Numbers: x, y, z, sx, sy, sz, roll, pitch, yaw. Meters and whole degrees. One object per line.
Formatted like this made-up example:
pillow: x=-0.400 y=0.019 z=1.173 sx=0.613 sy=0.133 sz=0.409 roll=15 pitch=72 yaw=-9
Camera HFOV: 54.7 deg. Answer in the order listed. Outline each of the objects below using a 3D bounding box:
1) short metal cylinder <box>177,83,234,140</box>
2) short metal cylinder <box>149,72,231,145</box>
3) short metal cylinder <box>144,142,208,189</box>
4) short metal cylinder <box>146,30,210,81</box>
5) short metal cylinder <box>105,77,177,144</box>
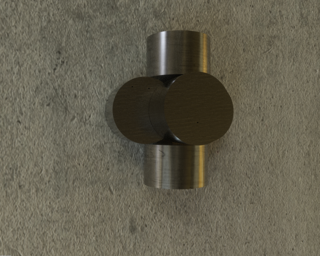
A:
short metal cylinder: x=0.050 y=-0.022 z=0.417 sx=0.081 sy=0.050 sz=0.079 roll=0 pitch=90 yaw=-21
short metal cylinder: x=0.033 y=-0.021 z=0.356 sx=0.081 sy=0.050 sz=0.079 roll=0 pitch=90 yaw=-21
short metal cylinder: x=0.020 y=0.044 z=0.390 sx=0.081 sy=0.080 sz=0.050 roll=0 pitch=90 yaw=-20
short metal cylinder: x=0.023 y=-0.086 z=0.391 sx=0.081 sy=0.080 sz=0.050 roll=0 pitch=90 yaw=-20
short metal cylinder: x=-0.025 y=-0.021 z=0.388 sx=0.081 sy=0.050 sz=0.079 roll=0 pitch=90 yaw=-21
